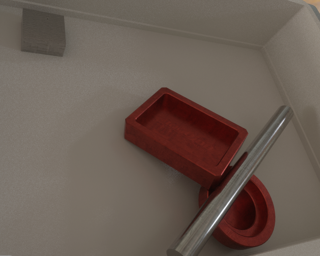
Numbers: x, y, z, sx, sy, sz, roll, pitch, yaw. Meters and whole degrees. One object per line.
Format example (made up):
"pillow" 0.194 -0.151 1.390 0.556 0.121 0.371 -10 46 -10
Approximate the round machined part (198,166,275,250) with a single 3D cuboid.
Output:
"round machined part" 0.090 0.100 0.384 0.099 0.042 0.098 14 56 -21

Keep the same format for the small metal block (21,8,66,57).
"small metal block" -0.151 -0.123 0.400 0.050 0.025 0.050 2 61 -28

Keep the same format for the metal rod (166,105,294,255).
"metal rod" 0.105 0.048 0.380 0.025 0.025 0.302 47 49 4

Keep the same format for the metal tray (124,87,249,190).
"metal tray" 0.032 0.007 0.388 0.130 0.030 0.090 30 49 17
